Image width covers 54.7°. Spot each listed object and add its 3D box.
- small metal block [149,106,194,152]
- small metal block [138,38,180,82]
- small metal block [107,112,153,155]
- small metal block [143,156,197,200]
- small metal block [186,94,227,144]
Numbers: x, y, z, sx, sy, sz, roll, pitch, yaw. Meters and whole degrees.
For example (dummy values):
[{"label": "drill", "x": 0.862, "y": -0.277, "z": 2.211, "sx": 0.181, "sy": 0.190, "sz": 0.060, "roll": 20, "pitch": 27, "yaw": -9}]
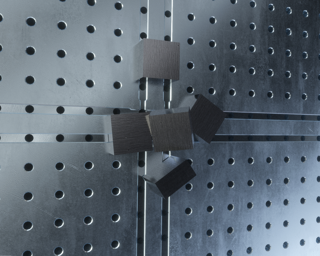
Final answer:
[{"label": "small metal block", "x": 0.016, "y": 0.002, "z": 0.402, "sx": 0.050, "sy": 0.025, "sz": 0.050, "roll": -6, "pitch": 108, "yaw": 10}, {"label": "small metal block", "x": -0.002, "y": -0.089, "z": 0.413, "sx": 0.050, "sy": 0.025, "sz": 0.050, "roll": 1, "pitch": 90, "yaw": -21}, {"label": "small metal block", "x": -0.039, "y": 0.006, "z": 0.399, "sx": 0.050, "sy": 0.025, "sz": 0.050, "roll": -5, "pitch": 92, "yaw": -20}, {"label": "small metal block", "x": 0.011, "y": 0.063, "z": 0.405, "sx": 0.050, "sy": 0.050, "sz": 0.025, "roll": -35, "pitch": 102, "yaw": -17}, {"label": "small metal block", "x": 0.057, "y": -0.012, "z": 0.435, "sx": 0.050, "sy": 0.025, "sz": 0.050, "roll": 36, "pitch": 78, "yaw": -17}]
